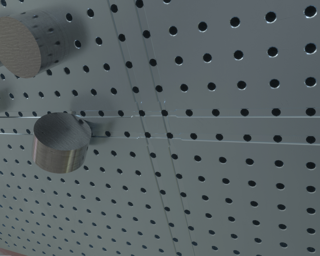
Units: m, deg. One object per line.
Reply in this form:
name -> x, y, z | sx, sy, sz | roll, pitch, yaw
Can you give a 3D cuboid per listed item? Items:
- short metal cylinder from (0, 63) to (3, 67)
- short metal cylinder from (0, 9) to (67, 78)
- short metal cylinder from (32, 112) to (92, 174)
short metal cylinder -> -0.278, -0.122, 0.463 | 0.080, 0.050, 0.079 | 13, 124, 20
short metal cylinder -> -0.174, -0.113, 0.414 | 0.080, 0.050, 0.079 | 13, 124, 20
short metal cylinder -> -0.148, 0.021, 0.465 | 0.080, 0.080, 0.050 | 30, 128, 8
